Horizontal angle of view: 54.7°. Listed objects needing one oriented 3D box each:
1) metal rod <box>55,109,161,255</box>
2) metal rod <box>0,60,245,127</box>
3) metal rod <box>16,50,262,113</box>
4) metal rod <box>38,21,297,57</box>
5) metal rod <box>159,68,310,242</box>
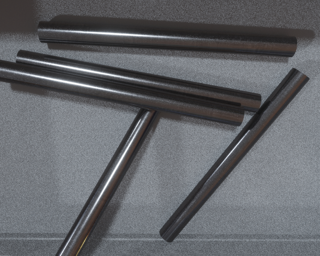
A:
[{"bbox_3d":[-0.079,0.096,0.379,0.025,0.025,0.299,31,81,-11],"label":"metal rod"},{"bbox_3d":[-0.048,-0.041,0.371,0.302,0.025,0.025,10,110,-5],"label":"metal rod"},{"bbox_3d":[-0.022,-0.058,0.389,0.302,0.025,0.025,10,110,-4],"label":"metal rod"},{"bbox_3d":[0.011,-0.106,0.372,0.302,0.025,0.025,3,110,-2],"label":"metal rod"},{"bbox_3d":[0.093,0.048,0.430,0.025,0.025,0.299,32,107,-12],"label":"metal rod"}]
